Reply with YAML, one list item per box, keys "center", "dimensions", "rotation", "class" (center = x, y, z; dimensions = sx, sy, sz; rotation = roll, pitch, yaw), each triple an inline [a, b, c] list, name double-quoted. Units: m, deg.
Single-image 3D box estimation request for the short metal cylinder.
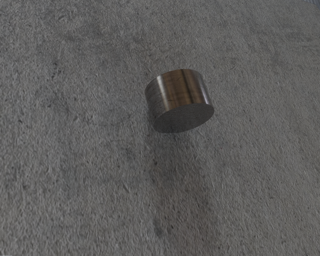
- center: [0.025, -0.033, 0.405]
  dimensions: [0.081, 0.080, 0.050]
  rotation: [-1, 63, -29]
  class: "short metal cylinder"
